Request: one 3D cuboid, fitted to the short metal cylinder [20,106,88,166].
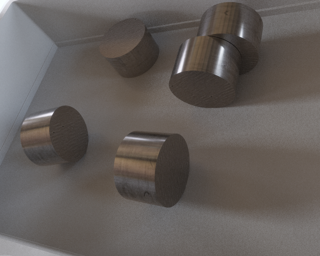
[{"bbox_3d":[-0.148,0.012,0.441,0.050,0.080,0.080,-10,57,23],"label":"short metal cylinder"}]

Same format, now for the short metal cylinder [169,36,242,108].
[{"bbox_3d":[0.056,-0.066,0.382,0.080,0.080,0.050,2,63,29],"label":"short metal cylinder"}]

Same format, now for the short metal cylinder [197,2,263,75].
[{"bbox_3d":[0.086,-0.110,0.393,0.080,0.080,0.050,1,62,29],"label":"short metal cylinder"}]

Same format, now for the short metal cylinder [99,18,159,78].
[{"bbox_3d":[-0.048,-0.127,0.493,0.080,0.050,0.080,-13,56,21],"label":"short metal cylinder"}]

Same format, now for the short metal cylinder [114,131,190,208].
[{"bbox_3d":[-0.007,0.044,0.347,0.050,0.080,0.080,4,64,30],"label":"short metal cylinder"}]
